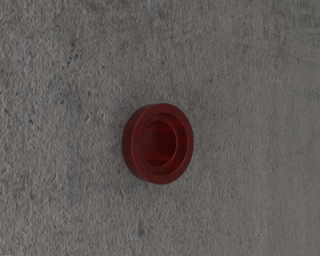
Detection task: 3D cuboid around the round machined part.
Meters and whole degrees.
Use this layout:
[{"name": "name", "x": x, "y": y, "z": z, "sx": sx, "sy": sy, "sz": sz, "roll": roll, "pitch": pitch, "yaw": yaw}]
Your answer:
[{"name": "round machined part", "x": -0.007, "y": 0.019, "z": 0.387, "sx": 0.099, "sy": 0.042, "sz": 0.097, "roll": 0, "pitch": 90, "yaw": -40}]
